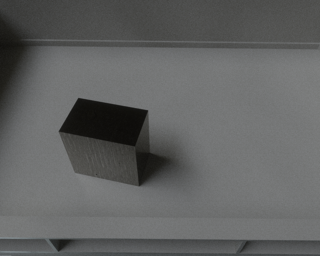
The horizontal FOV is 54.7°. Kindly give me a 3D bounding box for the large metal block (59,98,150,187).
[{"bbox_3d":[-0.058,0.018,0.354,0.080,0.080,0.050,11,51,8],"label":"large metal block"}]
